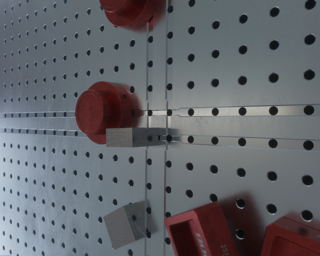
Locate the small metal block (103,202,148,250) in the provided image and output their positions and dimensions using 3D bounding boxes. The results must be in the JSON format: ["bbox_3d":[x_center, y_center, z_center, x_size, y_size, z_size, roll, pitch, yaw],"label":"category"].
[{"bbox_3d":[-0.051,0.143,0.452,0.050,0.025,0.050,-35,68,34],"label":"small metal block"}]

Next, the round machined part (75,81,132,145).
[{"bbox_3d":[-0.093,-0.023,0.475,0.098,0.042,0.097,0,90,40],"label":"round machined part"}]

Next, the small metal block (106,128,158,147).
[{"bbox_3d":[-0.038,0.013,0.425,0.050,0.050,0.025,-2,89,40],"label":"small metal block"}]

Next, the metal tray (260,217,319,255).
[{"bbox_3d":[0.155,0.148,0.277,0.130,0.030,0.089,15,100,39],"label":"metal tray"}]

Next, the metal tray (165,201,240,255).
[{"bbox_3d":[0.054,0.153,0.338,0.090,0.030,0.130,-47,59,59],"label":"metal tray"}]

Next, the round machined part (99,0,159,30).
[{"bbox_3d":[-0.050,-0.193,0.439,0.098,0.042,0.097,0,90,40],"label":"round machined part"}]
